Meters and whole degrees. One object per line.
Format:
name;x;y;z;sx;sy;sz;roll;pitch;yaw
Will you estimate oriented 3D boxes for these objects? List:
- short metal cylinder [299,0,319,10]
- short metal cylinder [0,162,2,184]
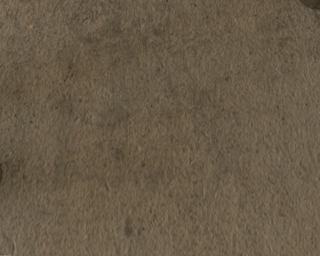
short metal cylinder;0.252;-0.226;0.465;0.080;0.080;0.050;12;71;4
short metal cylinder;-0.242;0.056;0.372;0.081;0.050;0.080;0;70;0
